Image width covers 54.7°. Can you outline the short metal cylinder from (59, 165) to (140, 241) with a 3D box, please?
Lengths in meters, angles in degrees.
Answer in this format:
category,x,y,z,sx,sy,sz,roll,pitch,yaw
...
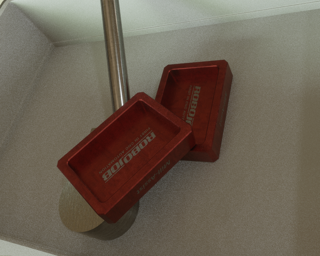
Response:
category,x,y,z,sx,sy,sz,roll,pitch,yaw
short metal cylinder,-0.072,0.089,0.371,0.080,0.050,0.080,-13,56,20

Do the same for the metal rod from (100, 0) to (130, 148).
category,x,y,z,sx,sy,sz,roll,pitch,yaw
metal rod,-0.058,-0.091,0.411,0.025,0.025,0.298,-10,82,22

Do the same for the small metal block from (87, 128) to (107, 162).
category,x,y,z,sx,sy,sz,roll,pitch,yaw
small metal block,-0.072,0.025,0.426,0.050,0.025,0.050,-7,59,24

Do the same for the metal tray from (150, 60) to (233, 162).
category,x,y,z,sx,sy,sz,roll,pitch,yaw
metal tray,0.037,-0.024,0.396,0.090,0.030,0.130,1,62,28

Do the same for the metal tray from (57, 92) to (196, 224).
category,x,y,z,sx,sy,sz,roll,pitch,yaw
metal tray,-0.036,0.027,0.344,0.130,0.030,0.090,-43,56,-15
